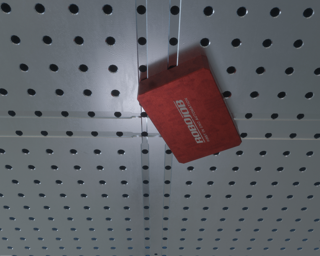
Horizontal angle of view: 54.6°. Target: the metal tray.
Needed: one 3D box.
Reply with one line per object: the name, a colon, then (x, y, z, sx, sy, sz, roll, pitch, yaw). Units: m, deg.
metal tray: (0.040, -0.017, 0.394, 0.090, 0.030, 0.130, -21, 127, 16)
